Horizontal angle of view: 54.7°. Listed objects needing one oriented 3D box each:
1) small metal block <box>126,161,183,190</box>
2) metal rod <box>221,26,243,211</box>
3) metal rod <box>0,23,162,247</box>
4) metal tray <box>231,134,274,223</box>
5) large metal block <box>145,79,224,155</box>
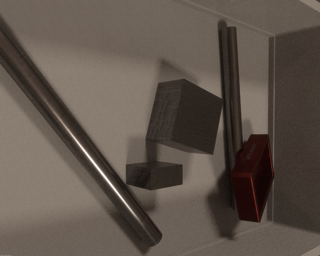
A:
[{"bbox_3d":[-0.007,0.058,0.386,0.050,0.050,0.025,-1,91,-40],"label":"small metal block"},{"bbox_3d":[0.122,-0.013,0.511,0.025,0.025,0.298,-7,95,-40],"label":"metal rod"},{"bbox_3d":[-0.080,0.027,0.340,0.025,0.025,0.299,-47,118,-30],"label":"metal rod"},{"bbox_3d":[0.155,0.077,0.506,0.131,0.030,0.089,-44,125,-51],"label":"metal tray"},{"bbox_3d":[0.035,-0.013,0.422,0.080,0.050,0.080,20,77,-39],"label":"large metal block"}]
